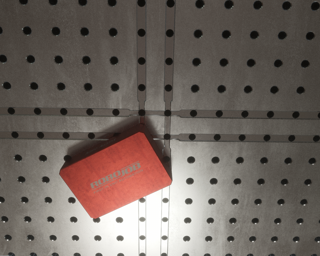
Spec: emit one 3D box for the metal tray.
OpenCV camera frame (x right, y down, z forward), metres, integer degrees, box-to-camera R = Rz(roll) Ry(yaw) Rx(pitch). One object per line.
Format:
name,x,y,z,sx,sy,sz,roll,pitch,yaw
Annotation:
metal tray,-0.059,0.062,0.433,0.130,0.030,0.090,-26,108,9
